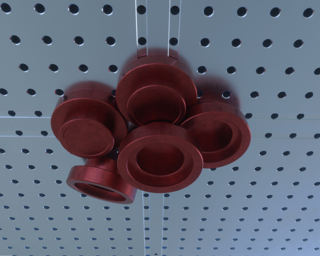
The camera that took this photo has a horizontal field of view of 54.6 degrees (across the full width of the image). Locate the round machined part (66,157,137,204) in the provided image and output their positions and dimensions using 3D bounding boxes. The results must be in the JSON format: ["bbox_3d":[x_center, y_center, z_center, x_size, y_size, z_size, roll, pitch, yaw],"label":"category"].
[{"bbox_3d":[-0.079,0.073,0.444,0.098,0.042,0.098,12,154,6],"label":"round machined part"}]

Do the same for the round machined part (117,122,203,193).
[{"bbox_3d":[0.000,0.031,0.370,0.099,0.042,0.097,0,130,0],"label":"round machined part"}]

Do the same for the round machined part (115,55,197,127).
[{"bbox_3d":[-0.004,-0.034,0.372,0.099,0.042,0.097,0,130,0],"label":"round machined part"}]

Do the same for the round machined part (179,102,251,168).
[{"bbox_3d":[0.064,0.005,0.404,0.099,0.042,0.097,0,130,0],"label":"round machined part"}]

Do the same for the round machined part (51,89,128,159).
[{"bbox_3d":[-0.091,0.002,0.401,0.099,0.042,0.097,0,130,0],"label":"round machined part"}]

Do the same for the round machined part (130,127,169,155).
[{"bbox_3d":[-0.004,0.041,0.435,0.099,0.042,0.097,0,130,0],"label":"round machined part"}]
